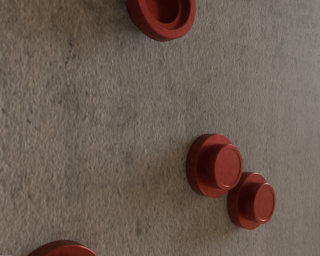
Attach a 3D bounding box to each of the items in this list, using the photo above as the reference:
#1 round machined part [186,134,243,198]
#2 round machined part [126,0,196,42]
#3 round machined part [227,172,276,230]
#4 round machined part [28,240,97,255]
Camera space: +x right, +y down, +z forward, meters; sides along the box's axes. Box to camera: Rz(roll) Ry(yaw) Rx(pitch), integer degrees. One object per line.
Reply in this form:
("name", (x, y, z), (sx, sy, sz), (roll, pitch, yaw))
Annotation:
("round machined part", (0.089, 0.058, 0.471), (0.099, 0.042, 0.097), (0, 90, -40))
("round machined part", (-0.003, -0.159, 0.392), (0.099, 0.042, 0.097), (0, 90, -40))
("round machined part", (0.163, 0.127, 0.534), (0.099, 0.042, 0.097), (0, 90, -40))
("round machined part", (-0.099, 0.169, 0.313), (0.099, 0.042, 0.097), (0, 90, -40))
